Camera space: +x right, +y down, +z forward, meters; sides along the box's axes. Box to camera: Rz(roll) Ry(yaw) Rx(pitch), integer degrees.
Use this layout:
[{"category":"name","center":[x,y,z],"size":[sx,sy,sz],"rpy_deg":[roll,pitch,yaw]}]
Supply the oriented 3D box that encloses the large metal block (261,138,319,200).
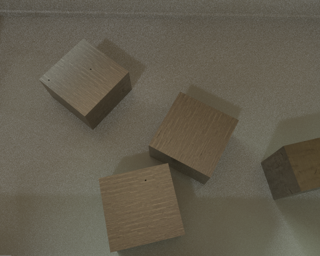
[{"category":"large metal block","center":[0.178,0.047,0.366],"size":[0.081,0.080,0.050],"rpy_deg":[-12,71,-5]}]

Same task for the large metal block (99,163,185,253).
[{"category":"large metal block","center":[-0.021,0.093,0.362],"size":[0.081,0.050,0.080],"rpy_deg":[-12,71,-5]}]

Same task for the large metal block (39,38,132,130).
[{"category":"large metal block","center":[-0.097,-0.058,0.417],"size":[0.080,0.050,0.080],"rpy_deg":[38,74,12]}]

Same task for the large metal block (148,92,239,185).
[{"category":"large metal block","center":[0.041,0.014,0.392],"size":[0.080,0.050,0.080],"rpy_deg":[27,72,9]}]
